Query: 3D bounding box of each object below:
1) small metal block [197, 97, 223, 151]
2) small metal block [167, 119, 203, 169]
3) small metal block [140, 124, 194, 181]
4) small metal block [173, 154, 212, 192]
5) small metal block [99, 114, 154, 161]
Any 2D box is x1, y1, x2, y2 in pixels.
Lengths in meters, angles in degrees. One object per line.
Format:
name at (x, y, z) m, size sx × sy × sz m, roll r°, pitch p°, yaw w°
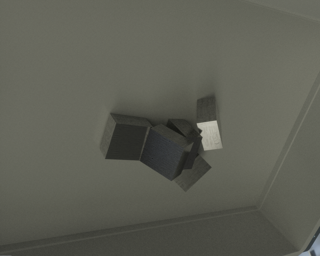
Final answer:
small metal block at (0.068, -0.006, 0.423) m, size 0.025 × 0.050 × 0.050 m, roll -9°, pitch 129°, yaw 15°
small metal block at (0.027, 0.022, 0.421) m, size 0.025 × 0.050 × 0.050 m, roll 1°, pitch 118°, yaw -29°
small metal block at (0.008, 0.030, 0.391) m, size 0.025 × 0.050 × 0.050 m, roll -24°, pitch 139°, yaw -55°
small metal block at (0.044, 0.061, 0.451) m, size 0.050 × 0.050 × 0.025 m, roll -44°, pitch 95°, yaw 1°
small metal block at (-0.043, 0.013, 0.391) m, size 0.050 × 0.025 × 0.050 m, roll 7°, pitch 115°, yaw -32°
